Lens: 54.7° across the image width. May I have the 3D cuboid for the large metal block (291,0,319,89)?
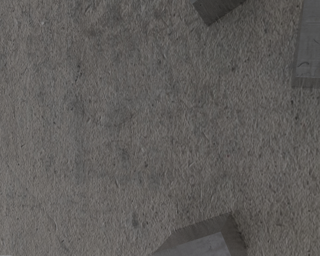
[{"bbox_3d":[0.169,-0.085,0.320,0.050,0.080,0.079,7,92,20],"label":"large metal block"}]

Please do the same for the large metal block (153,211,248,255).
[{"bbox_3d":[0.051,0.144,0.362,0.080,0.080,0.050,-25,82,18],"label":"large metal block"}]

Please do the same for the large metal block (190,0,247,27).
[{"bbox_3d":[0.069,-0.172,0.355,0.080,0.080,0.050,-31,80,17],"label":"large metal block"}]
